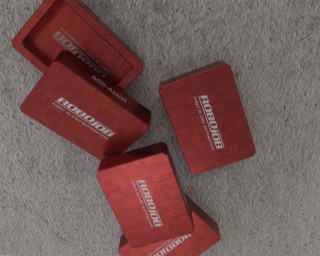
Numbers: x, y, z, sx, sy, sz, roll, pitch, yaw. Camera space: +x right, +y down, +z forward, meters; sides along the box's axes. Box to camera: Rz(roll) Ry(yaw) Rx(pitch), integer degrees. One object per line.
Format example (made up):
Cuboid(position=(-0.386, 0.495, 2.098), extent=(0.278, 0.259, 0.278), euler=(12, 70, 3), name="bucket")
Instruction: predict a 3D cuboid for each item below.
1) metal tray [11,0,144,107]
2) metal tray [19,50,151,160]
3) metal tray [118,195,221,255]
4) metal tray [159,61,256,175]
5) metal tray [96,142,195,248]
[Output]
Cuboid(position=(-0.095, -0.088, 0.373), extent=(0.130, 0.030, 0.090), euler=(43, 104, -14), name="metal tray")
Cuboid(position=(-0.087, -0.020, 0.375), extent=(0.130, 0.030, 0.090), euler=(36, 123, -22), name="metal tray")
Cuboid(position=(0.013, 0.167, 0.469), extent=(0.130, 0.030, 0.090), euler=(-41, 105, 13), name="metal tray")
Cuboid(position=(0.062, -0.011, 0.403), extent=(0.090, 0.030, 0.129), euler=(-20, 109, 7), name="metal tray")
Cuboid(position=(-0.016, 0.090, 0.403), extent=(0.090, 0.030, 0.129), euler=(-17, 113, 6), name="metal tray")
